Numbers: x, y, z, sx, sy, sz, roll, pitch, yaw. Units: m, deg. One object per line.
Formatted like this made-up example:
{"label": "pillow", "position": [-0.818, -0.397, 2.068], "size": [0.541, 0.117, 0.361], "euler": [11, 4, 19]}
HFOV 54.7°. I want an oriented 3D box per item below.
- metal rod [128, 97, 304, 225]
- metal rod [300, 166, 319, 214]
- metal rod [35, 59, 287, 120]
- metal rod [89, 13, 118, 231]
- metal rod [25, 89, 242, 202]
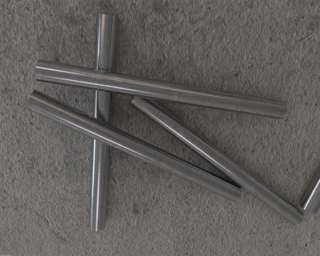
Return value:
{"label": "metal rod", "position": [0.085, 0.047, 0.427], "size": [0.301, 0.025, 0.025], "euler": [36, 106, -13]}
{"label": "metal rod", "position": [0.261, -0.016, 0.405], "size": [0.025, 0.025, 0.298], "euler": [16, 109, -6]}
{"label": "metal rod", "position": [0.010, -0.044, 0.375], "size": [0.302, 0.025, 0.025], "euler": [8, 110, -10]}
{"label": "metal rod", "position": [-0.077, 0.007, 0.411], "size": [0.025, 0.025, 0.298], "euler": [6, 110, -2]}
{"label": "metal rod", "position": [-0.020, 0.030, 0.401], "size": [0.301, 0.025, 0.025], "euler": [26, 108, -17]}
